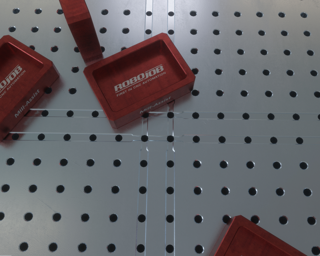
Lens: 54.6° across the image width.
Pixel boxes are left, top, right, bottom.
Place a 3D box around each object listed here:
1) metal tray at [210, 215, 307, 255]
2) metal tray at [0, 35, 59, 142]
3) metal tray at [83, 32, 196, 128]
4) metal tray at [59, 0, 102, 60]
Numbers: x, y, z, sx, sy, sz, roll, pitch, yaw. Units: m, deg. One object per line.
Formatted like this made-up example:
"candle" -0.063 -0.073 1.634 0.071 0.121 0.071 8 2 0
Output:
"metal tray" 0.120 0.171 0.347 0.130 0.030 0.090 31 73 10
"metal tray" -0.218 -0.057 0.428 0.090 0.030 0.130 32 73 11
"metal tray" -0.028 -0.068 0.433 0.131 0.030 0.090 -27 72 -10
"metal tray" -0.123 -0.175 0.440 0.030 0.090 0.130 -21 71 -7
